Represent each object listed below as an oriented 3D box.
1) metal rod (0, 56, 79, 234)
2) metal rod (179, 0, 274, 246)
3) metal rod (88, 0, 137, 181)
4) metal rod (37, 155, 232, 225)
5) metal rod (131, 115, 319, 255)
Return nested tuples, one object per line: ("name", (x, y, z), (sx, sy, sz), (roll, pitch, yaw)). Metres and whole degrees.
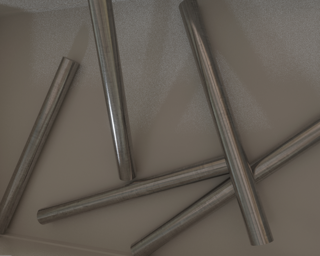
("metal rod", (-0.197, 0.032, 0.479), (0.025, 0.025, 0.298), (29, 99, 17))
("metal rod", (0.073, -0.018, 0.366), (0.025, 0.025, 0.299), (-19, 77, 19))
("metal rod", (-0.057, -0.067, 0.363), (0.025, 0.025, 0.298), (5, 118, 20))
("metal rod", (-0.044, 0.088, 0.425), (0.300, 0.025, 0.025), (-19, 84, 18))
("metal rod", (0.082, 0.078, 0.381), (0.300, 0.025, 0.025), (-38, 78, 15))
